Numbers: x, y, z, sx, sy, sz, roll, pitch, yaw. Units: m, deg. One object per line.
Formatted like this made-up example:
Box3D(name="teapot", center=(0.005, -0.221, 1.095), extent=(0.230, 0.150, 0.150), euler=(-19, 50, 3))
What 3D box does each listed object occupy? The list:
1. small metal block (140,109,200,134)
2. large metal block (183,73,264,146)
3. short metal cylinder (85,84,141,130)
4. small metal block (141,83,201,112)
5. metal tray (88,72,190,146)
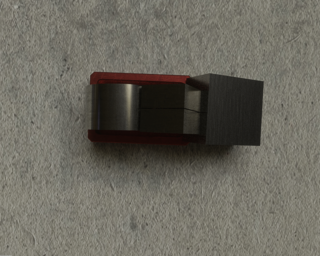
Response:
Box3D(name="small metal block", center=(0.012, -0.007, 0.346), extent=(0.050, 0.050, 0.025), euler=(2, 89, 26))
Box3D(name="large metal block", center=(0.078, -0.020, 0.385), extent=(0.081, 0.050, 0.080), euler=(3, 90, -26))
Box3D(name="short metal cylinder", center=(-0.048, -0.023, 0.370), extent=(0.081, 0.080, 0.050), euler=(1, 90, 0))
Box3D(name="small metal block", center=(0.013, -0.033, 0.346), extent=(0.050, 0.050, 0.025), euler=(2, 89, 26))
Box3D(name="metal tray", center=(-0.025, -0.025, 0.408), extent=(0.131, 0.030, 0.089), euler=(2, 90, 0))
